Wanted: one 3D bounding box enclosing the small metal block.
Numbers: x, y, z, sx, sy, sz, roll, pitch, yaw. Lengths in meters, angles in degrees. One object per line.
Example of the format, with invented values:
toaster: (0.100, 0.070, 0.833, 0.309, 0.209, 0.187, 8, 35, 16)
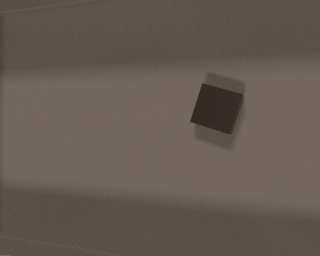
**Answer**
small metal block: (0.071, -0.024, 0.385, 0.050, 0.025, 0.050, 19, 96, 18)
